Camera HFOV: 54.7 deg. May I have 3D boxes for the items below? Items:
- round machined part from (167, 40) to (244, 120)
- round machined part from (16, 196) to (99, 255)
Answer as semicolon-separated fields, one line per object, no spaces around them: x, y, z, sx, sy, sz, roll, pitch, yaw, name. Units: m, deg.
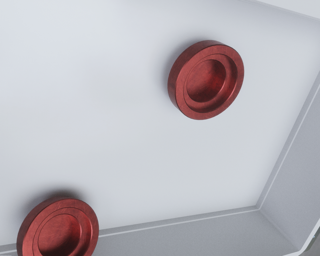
0.053;-0.062;0.390;0.099;0.042;0.097;-14;125;-21;round machined part
-0.131;0.135;0.393;0.099;0.042;0.097;0;90;-43;round machined part
